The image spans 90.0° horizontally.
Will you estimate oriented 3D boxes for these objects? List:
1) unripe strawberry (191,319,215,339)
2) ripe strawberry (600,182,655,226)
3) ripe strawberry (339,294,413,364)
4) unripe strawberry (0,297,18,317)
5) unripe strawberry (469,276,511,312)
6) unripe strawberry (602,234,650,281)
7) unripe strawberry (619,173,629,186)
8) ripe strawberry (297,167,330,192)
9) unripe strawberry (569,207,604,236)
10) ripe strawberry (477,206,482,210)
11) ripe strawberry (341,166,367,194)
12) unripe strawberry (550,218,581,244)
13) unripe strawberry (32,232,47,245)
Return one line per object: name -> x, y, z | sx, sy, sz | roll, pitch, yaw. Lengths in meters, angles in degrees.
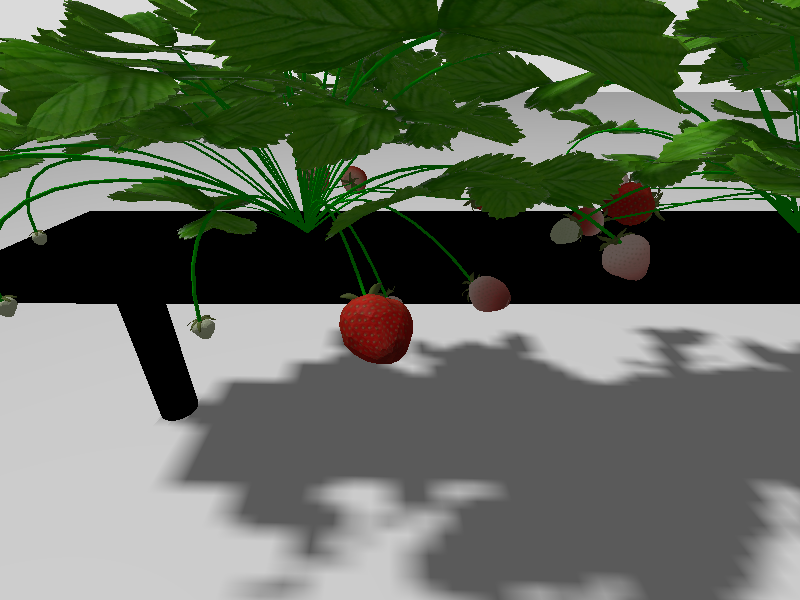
unripe strawberry -> -0.100, 0.015, 0.205 | 0.011, 0.011, 0.010 | 2, 29, 4
ripe strawberry -> 0.214, -0.092, 0.378 | 0.045, 0.038, 0.044 | 4, 29, 9
ripe strawberry -> -0.010, 0.015, 0.195 | 0.037, 0.032, 0.037 | -11, 44, -19
unripe strawberry -> -0.218, 0.004, 0.222 | 0.010, 0.011, 0.011 | 22, 36, 34
unripe strawberry -> 0.054, -0.003, 0.239 | 0.024, 0.021, 0.024 | -26, 42, -38
unripe strawberry -> 0.159, -0.028, 0.279 | 0.032, 0.033, 0.030 | -35, 10, 34
unripe strawberry -> 0.226, -0.128, 0.443 | 0.045, 0.038, 0.045 | 19, 34, 31
ripe strawberry -> -0.105, -0.152, 0.489 | 0.039, 0.041, 0.042 | -4, 29, -7
unripe strawberry -> 0.163, -0.069, 0.353 | 0.026, 0.026, 0.029 | -2, 29, -2
ripe strawberry -> 0.091, -0.106, 0.415 | 0.032, 0.028, 0.032 | -10, 31, -18
ripe strawberry -> -0.054, -0.146, 0.486 | 0.031, 0.033, 0.034 | 6, 29, 10
unripe strawberry -> 0.137, -0.056, 0.334 | 0.022, 0.022, 0.024 | -33, 29, 10
unripe strawberry -> -0.297, -0.050, 0.330 | 0.010, 0.011, 0.011 | -5, 30, -9
